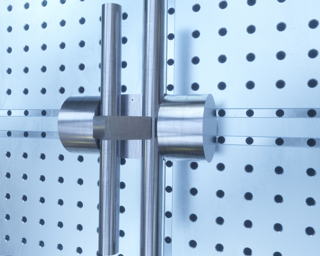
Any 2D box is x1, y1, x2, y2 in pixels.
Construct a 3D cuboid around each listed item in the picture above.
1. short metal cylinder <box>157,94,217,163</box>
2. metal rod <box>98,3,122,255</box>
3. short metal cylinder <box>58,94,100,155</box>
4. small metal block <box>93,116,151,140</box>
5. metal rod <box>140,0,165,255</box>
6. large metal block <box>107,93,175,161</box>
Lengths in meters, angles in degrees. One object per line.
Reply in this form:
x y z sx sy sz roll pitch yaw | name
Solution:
0.035 0.000 0.367 0.050 0.080 0.079 1 90 21 | short metal cylinder
-0.060 0.002 0.377 0.025 0.025 0.298 1 90 20 | metal rod
-0.089 -0.005 0.411 0.050 0.080 0.079 2 91 20 | short metal cylinder
-0.043 0.000 0.344 0.050 0.050 0.025 2 92 64 | small metal block
-0.008 0.000 0.359 0.025 0.025 0.298 1 90 20 | metal rod
-0.022 -0.002 0.403 0.080 0.050 0.079 1 90 20 | large metal block
